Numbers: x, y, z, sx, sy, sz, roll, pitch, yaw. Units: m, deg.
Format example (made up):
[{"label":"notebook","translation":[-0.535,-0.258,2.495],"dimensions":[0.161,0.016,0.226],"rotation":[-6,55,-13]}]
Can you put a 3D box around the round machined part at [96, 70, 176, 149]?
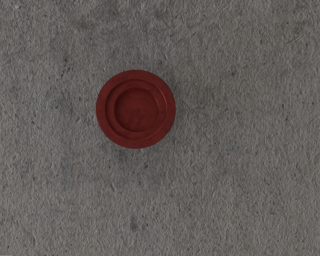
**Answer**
[{"label":"round machined part","translation":[-0.030,-0.023,0.401],"dimensions":[0.099,0.042,0.097],"rotation":[0,90,0]}]
